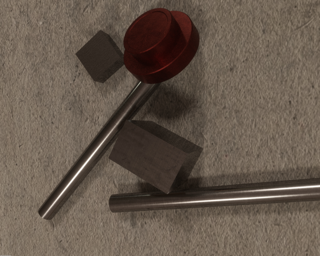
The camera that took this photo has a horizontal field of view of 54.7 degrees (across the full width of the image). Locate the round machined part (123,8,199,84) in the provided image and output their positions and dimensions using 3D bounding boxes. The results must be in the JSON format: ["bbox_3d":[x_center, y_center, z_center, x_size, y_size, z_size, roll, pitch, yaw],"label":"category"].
[{"bbox_3d":[-0.005,-0.106,0.379,0.098,0.042,0.098,-16,55,25],"label":"round machined part"}]

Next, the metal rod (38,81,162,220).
[{"bbox_3d":[-0.079,0.017,0.435,0.025,0.025,0.299,43,103,14],"label":"metal rod"}]

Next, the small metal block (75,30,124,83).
[{"bbox_3d":[-0.082,-0.100,0.437,0.050,0.025,0.050,-38,78,15],"label":"small metal block"}]

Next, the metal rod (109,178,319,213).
[{"bbox_3d":[0.076,0.084,0.381,0.301,0.025,0.025,-9,87,19],"label":"metal rod"}]

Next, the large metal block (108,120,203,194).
[{"bbox_3d":[-0.002,0.031,0.380,0.080,0.080,0.050,29,99,17],"label":"large metal block"}]
